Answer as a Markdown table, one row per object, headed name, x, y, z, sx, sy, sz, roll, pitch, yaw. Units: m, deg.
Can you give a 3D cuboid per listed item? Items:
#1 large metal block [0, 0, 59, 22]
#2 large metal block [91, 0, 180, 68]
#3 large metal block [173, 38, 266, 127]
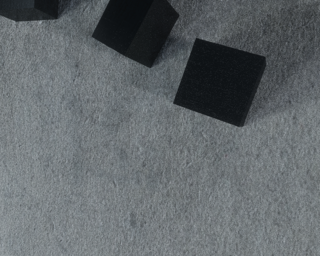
| name | x | y | z | sx | sy | sz | roll | pitch | yaw |
| --- | --- | --- | --- | --- | --- | --- | --- | --- | --- |
| large metal block | -0.201 | -0.209 | 0.465 | 0.080 | 0.050 | 0.079 | 4 | 91 | 19 |
| large metal block | -0.027 | -0.129 | 0.389 | 0.050 | 0.080 | 0.080 | 33 | 101 | 16 |
| large metal block | 0.072 | -0.052 | 0.370 | 0.080 | 0.050 | 0.080 | 21 | 97 | 18 |
